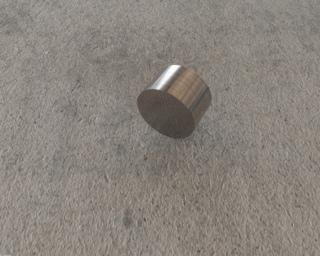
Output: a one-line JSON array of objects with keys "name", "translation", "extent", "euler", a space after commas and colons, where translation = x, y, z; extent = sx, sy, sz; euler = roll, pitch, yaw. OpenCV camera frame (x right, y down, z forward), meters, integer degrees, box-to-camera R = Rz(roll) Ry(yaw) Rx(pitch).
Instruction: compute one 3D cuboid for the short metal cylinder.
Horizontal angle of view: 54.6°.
[{"name": "short metal cylinder", "translation": [0.018, -0.032, 0.395], "extent": [0.080, 0.080, 0.050], "euler": [23, 54, 18]}]
